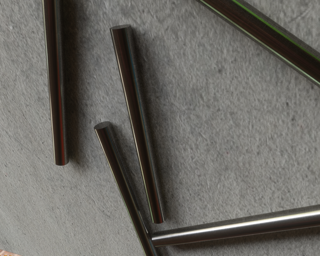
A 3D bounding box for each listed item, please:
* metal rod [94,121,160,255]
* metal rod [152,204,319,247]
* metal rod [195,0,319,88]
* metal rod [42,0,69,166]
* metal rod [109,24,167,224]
[{"bbox_3d":[-0.044,0.127,0.506,0.025,0.025,0.298,-3,117,29],"label":"metal rod"},{"bbox_3d":[0.107,0.141,0.436,0.299,0.025,0.025,-23,106,36],"label":"metal rod"},{"bbox_3d":[0.074,-0.111,0.298,0.301,0.025,0.025,36,129,3],"label":"metal rod"},{"bbox_3d":[-0.147,-0.065,0.441,0.025,0.025,0.298,21,126,15],"label":"metal rod"},{"bbox_3d":[-0.024,0.014,0.426,0.025,0.025,0.298,5,121,25],"label":"metal rod"}]
